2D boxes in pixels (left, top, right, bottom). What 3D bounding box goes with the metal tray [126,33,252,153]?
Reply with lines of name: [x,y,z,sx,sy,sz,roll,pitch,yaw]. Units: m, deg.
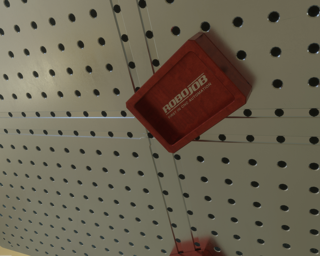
metal tray: [0.029,-0.036,0.370,0.090,0.030,0.129,47,129,-5]

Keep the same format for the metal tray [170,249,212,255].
metal tray: [0.077,0.273,0.537,0.090,0.030,0.130,-28,103,37]
